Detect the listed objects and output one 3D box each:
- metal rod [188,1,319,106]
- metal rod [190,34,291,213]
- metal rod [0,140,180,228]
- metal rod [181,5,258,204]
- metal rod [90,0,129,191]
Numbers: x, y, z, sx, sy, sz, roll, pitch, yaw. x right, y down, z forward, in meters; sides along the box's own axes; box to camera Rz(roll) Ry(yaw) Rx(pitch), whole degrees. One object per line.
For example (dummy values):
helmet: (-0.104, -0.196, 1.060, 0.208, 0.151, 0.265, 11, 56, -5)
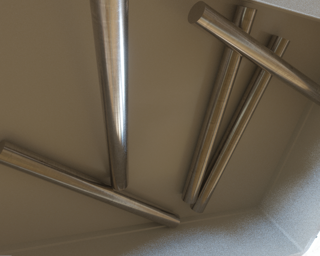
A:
metal rod: (0.154, -0.081, 0.408, 0.302, 0.025, 0.025, 19, 109, -36)
metal rod: (0.114, 0.007, 0.474, 0.025, 0.025, 0.298, 8, 114, -32)
metal rod: (-0.074, 0.089, 0.423, 0.301, 0.025, 0.025, 34, 99, -39)
metal rod: (0.077, -0.016, 0.440, 0.025, 0.025, 0.298, -2, 119, -28)
metal rod: (-0.043, -0.010, 0.304, 0.025, 0.025, 0.298, -19, 149, -18)
